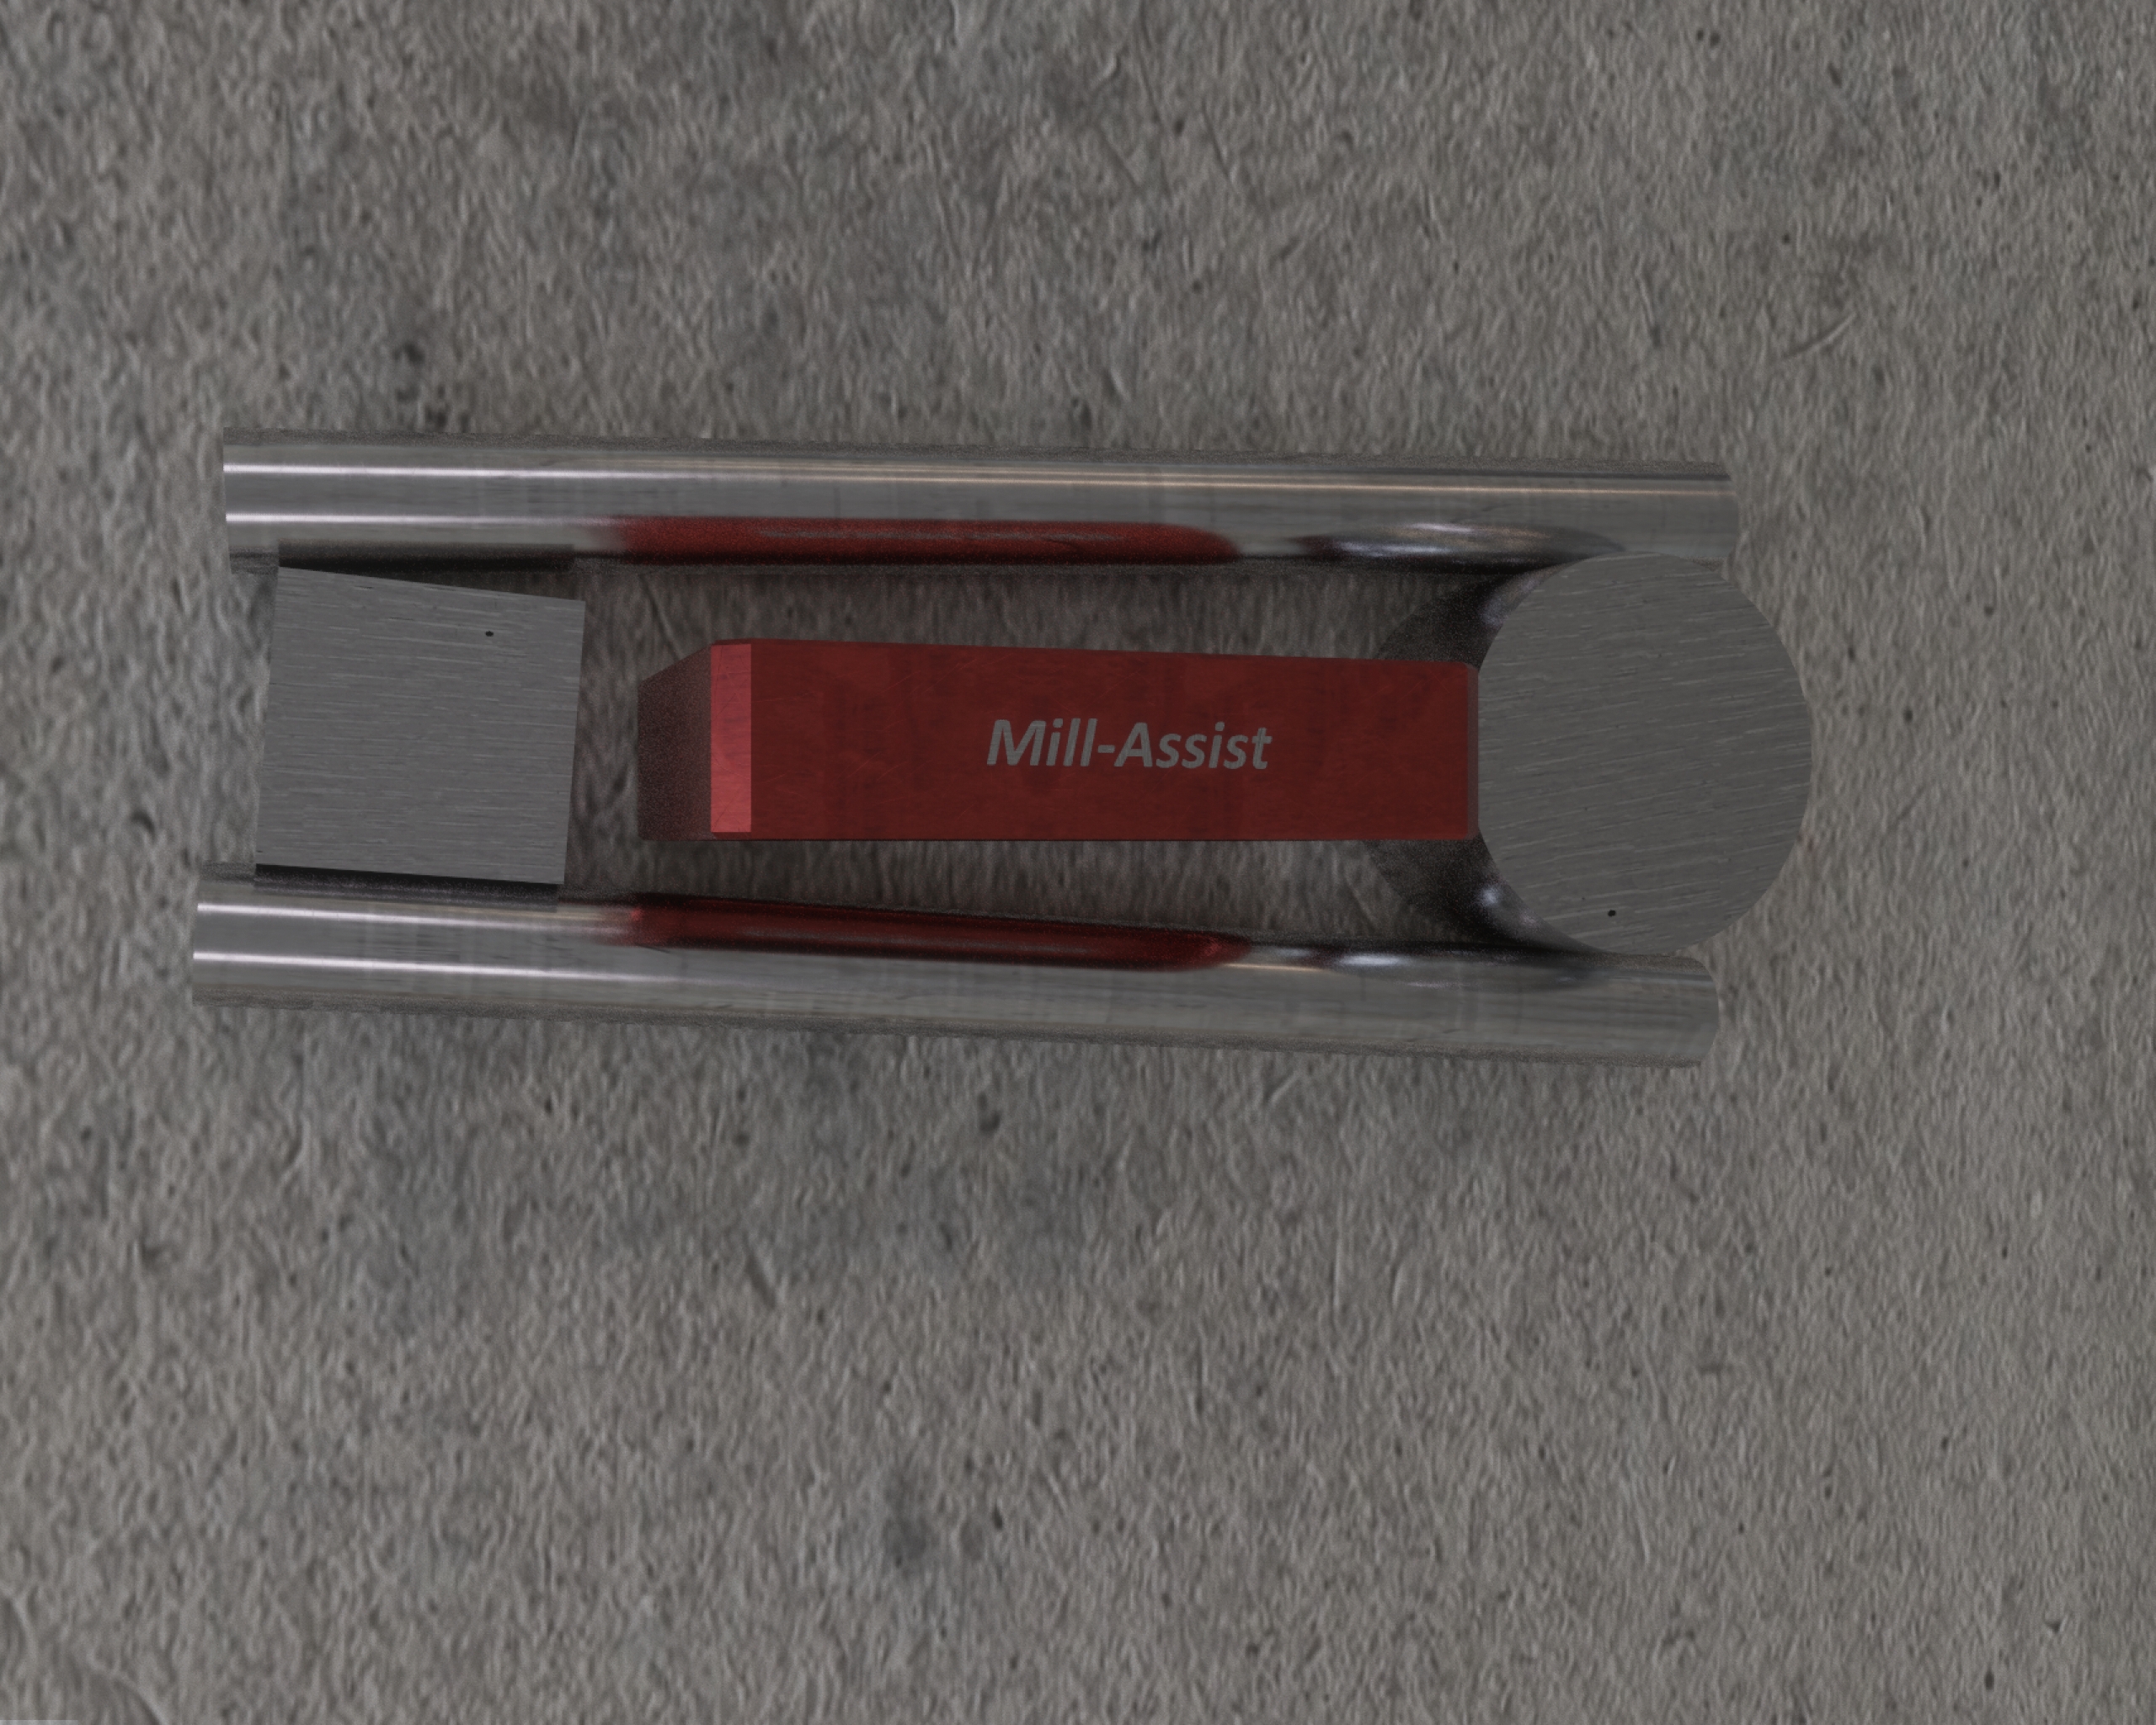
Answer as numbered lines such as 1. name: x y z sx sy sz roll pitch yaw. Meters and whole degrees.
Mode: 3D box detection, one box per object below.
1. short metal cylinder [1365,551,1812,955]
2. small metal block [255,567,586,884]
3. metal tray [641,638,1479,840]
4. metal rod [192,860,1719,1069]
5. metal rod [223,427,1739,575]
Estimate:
1. short metal cylinder: 0.103 -0.022 0.434 0.081 0.050 0.079 0 90 -20
2. small metal block: -0.116 -0.023 0.368 0.050 0.025 0.050 5 89 -20
3. metal tray: -0.007 -0.019 0.372 0.131 0.090 0.030 0 90 -20
4. metal rod: -0.008 0.023 0.407 0.302 0.025 0.025 4 89 -20
5. metal rod: -0.004 -0.069 0.409 0.303 0.025 0.025 -3 91 -20
